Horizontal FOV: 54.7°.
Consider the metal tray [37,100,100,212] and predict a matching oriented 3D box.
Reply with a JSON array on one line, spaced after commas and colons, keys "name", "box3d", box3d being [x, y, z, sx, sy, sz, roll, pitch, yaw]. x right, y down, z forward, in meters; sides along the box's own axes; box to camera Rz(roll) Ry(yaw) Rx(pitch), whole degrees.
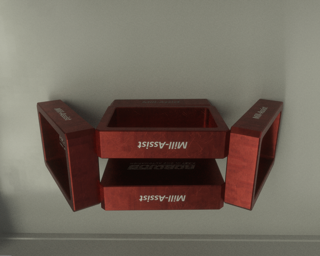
[{"name": "metal tray", "box3d": [-0.110, 0.026, 0.364, 0.030, 0.130, 0.089, -12, 114, -30]}]

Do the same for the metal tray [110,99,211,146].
[{"name": "metal tray", "box3d": [0.002, 0.009, 0.410, 0.131, 0.030, 0.089, -1, 110, -1]}]

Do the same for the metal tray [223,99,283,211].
[{"name": "metal tray", "box3d": [0.113, 0.024, 0.365, 0.030, 0.131, 0.089, 12, 113, 27]}]

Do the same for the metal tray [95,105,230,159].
[{"name": "metal tray", "box3d": [0.003, 0.001, 0.343, 0.131, 0.090, 0.030, 0, 110, -1]}]

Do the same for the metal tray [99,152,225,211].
[{"name": "metal tray", "box3d": [0.002, 0.058, 0.364, 0.131, 0.090, 0.030, 0, 110, -1]}]
